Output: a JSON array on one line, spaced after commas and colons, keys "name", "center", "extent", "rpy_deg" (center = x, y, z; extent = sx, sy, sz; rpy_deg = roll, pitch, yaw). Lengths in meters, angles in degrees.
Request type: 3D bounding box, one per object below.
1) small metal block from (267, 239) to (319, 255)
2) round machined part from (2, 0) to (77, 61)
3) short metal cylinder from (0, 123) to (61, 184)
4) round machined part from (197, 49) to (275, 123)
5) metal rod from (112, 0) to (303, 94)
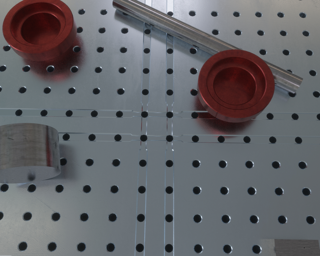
[{"name": "small metal block", "center": [0.155, 0.155, 0.356], "extent": [0.050, 0.025, 0.050], "rpy_deg": [1, 70, 0]}, {"name": "round machined part", "center": [-0.171, -0.139, 0.452], "extent": [0.099, 0.042, 0.098], "rpy_deg": [0, 70, 0]}, {"name": "short metal cylinder", "center": [-0.162, 0.032, 0.370], "extent": [0.081, 0.080, 0.050], "rpy_deg": [-9, 71, -4]}, {"name": "round machined part", "center": [0.100, -0.053, 0.421], "extent": [0.099, 0.042, 0.098], "rpy_deg": [-1, 73, 2]}, {"name": "metal rod", "center": [0.063, -0.129, 0.459], "extent": [0.301, 0.025, 0.025], "rpy_deg": [28, 73, 9]}]
